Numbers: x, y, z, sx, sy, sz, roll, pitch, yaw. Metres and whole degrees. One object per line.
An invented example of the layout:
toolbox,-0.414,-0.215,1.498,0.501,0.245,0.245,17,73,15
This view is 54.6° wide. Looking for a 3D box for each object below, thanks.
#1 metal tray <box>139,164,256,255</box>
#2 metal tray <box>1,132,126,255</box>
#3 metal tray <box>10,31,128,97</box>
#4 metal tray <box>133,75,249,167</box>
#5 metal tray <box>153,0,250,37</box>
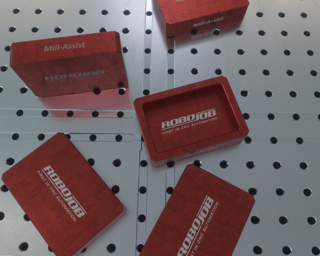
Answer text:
metal tray,0.043,0.120,0.366,0.090,0.030,0.130,27,72,9
metal tray,-0.116,0.081,0.379,0.090,0.030,0.130,-40,75,-13
metal tray,-0.112,-0.080,0.406,0.131,0.090,0.030,-8,70,-3
metal tray,0.039,-0.010,0.412,0.131,0.030,0.090,-16,71,-6
metal tray,0.060,-0.201,0.483,0.131,0.030,0.090,-16,71,-6
